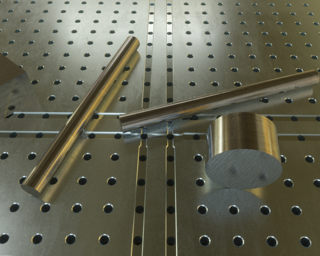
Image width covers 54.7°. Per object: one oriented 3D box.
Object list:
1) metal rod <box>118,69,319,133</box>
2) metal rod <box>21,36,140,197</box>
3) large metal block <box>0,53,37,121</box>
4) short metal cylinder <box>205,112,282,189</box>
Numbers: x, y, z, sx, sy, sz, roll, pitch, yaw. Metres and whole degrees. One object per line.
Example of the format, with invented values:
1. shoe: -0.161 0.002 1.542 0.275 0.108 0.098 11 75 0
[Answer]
1. metal rod: 0.091 -0.041 0.442 0.302 0.025 0.025 -14 52 -12
2. metal rod: -0.095 -0.038 0.438 0.025 0.025 0.301 15 51 12
3. large metal block: -0.239 -0.058 0.438 0.080 0.050 0.080 34 58 25
4. short metal cylinder: 0.092 0.027 0.350 0.080 0.080 0.050 6 51 5
